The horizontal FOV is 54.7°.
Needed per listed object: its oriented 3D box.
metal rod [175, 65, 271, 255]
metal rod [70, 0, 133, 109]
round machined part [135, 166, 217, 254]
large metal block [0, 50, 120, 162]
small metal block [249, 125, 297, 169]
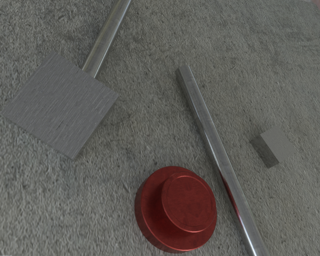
[{"bbox_3d":[0.081,0.042,0.423,0.025,0.025,0.299,-6,65,-31],"label":"metal rod"},{"bbox_3d":[-0.072,-0.148,0.456,0.025,0.025,0.300,24,53,-14],"label":"metal rod"},{"bbox_3d":[0.024,0.088,0.354,0.099,0.042,0.098,14,56,-21],"label":"round machined part"},{"bbox_3d":[-0.102,-0.020,0.329,0.080,0.050,0.080,34,74,-6],"label":"large metal block"},{"bbox_3d":[0.177,0.029,0.484,0.050,0.025,0.050,-21,73,-36],"label":"small metal block"}]
